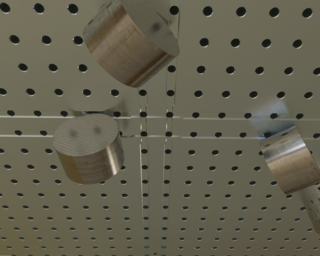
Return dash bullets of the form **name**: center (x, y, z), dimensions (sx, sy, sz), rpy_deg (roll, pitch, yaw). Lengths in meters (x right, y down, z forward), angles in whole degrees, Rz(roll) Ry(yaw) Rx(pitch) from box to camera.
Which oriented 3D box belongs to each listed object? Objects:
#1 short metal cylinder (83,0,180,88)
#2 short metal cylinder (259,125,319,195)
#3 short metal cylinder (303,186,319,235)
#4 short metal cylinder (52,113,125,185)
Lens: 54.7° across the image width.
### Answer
- **short metal cylinder**: center (-0.026, -0.086, 0.302), dimensions (0.050, 0.080, 0.080), rpy_deg (-37, 121, 27)
- **short metal cylinder**: center (0.175, 0.043, 0.413), dimensions (0.050, 0.080, 0.080), rpy_deg (-29, 125, 22)
- **short metal cylinder**: center (0.289, 0.136, 0.514), dimensions (0.081, 0.050, 0.079), rpy_deg (0, 130, 0)
- **short metal cylinder**: center (-0.089, 0.025, 0.396), dimensions (0.080, 0.080, 0.050), rpy_deg (-3, 130, 3)
